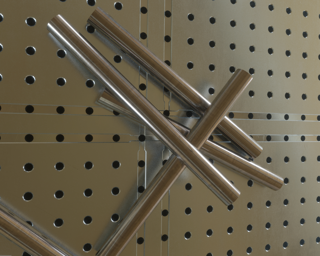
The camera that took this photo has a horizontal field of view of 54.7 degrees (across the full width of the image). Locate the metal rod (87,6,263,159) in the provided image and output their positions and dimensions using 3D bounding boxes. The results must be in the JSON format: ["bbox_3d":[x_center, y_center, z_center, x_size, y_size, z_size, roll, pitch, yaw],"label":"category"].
[{"bbox_3d":[0.031,-0.052,0.425,0.301,0.025,0.025,38,78,-17],"label":"metal rod"}]

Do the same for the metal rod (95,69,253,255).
[{"bbox_3d":[0.021,0.047,0.400,0.025,0.025,0.300,39,85,-16],"label":"metal rod"}]

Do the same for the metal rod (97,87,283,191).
[{"bbox_3d":[0.055,0.021,0.434,0.301,0.025,0.025,27,81,-19],"label":"metal rod"}]

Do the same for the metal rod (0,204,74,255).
[{"bbox_3d":[-0.132,0.146,0.364,0.300,0.025,0.025,43,76,-15],"label":"metal rod"}]

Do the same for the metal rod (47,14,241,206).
[{"bbox_3d":[-0.018,-0.020,0.373,0.300,0.025,0.025,45,76,-2],"label":"metal rod"}]
